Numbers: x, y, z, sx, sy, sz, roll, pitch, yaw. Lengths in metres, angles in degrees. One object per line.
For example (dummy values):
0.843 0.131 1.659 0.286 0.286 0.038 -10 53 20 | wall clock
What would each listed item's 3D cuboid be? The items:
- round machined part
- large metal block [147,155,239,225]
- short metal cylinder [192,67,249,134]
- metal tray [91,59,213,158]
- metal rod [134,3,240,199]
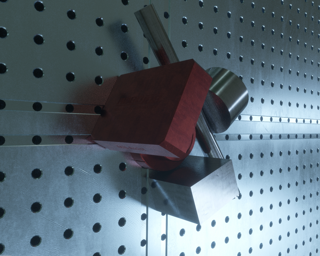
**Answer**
0.009 0.009 0.407 0.099 0.042 0.097 0 90 -40 | round machined part
0.044 0.077 0.413 0.081 0.080 0.050 -25 106 -38 | large metal block
0.077 -0.039 0.439 0.050 0.080 0.080 -45 117 -31 | short metal cylinder
-0.014 -0.019 0.331 0.030 0.130 0.090 34 69 -35 | metal tray
0.046 -0.020 0.422 0.025 0.025 0.299 -43 116 -32 | metal rod
